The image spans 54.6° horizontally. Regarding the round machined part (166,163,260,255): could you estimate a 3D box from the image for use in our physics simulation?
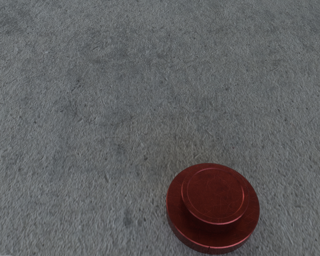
[{"bbox_3d":[0.056,0.077,0.328,0.099,0.042,0.098,0,50,0],"label":"round machined part"}]
